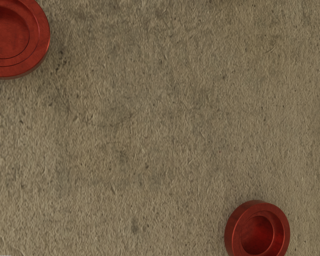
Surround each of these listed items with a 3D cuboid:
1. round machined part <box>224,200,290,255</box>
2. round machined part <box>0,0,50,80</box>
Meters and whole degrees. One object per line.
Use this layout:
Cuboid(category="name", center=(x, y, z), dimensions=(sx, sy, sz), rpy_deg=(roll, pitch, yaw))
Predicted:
Cuboid(category="round machined part", center=(0.135, 0.153, 0.450), dimensions=(0.099, 0.042, 0.097), rpy_deg=(0, 90, -20))
Cuboid(category="round machined part", center=(-0.172, -0.101, 0.336), dimensions=(0.099, 0.042, 0.097), rpy_deg=(0, 90, -20))
